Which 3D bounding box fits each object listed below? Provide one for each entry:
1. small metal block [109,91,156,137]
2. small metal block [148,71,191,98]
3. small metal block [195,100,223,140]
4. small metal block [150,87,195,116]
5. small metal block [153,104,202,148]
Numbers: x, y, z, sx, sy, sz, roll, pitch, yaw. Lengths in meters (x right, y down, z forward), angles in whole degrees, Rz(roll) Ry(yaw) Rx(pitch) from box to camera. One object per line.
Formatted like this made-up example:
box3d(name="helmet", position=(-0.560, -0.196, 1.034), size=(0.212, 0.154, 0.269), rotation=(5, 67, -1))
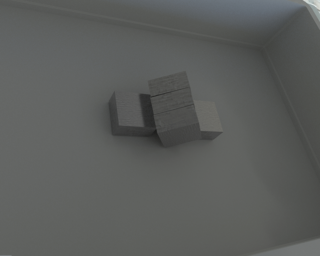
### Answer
box3d(name="small metal block", position=(-0.035, -0.018, 0.397), size=(0.050, 0.025, 0.050), rotation=(4, 60, -27))
box3d(name="small metal block", position=(0.016, -0.046, 0.412), size=(0.050, 0.050, 0.025), rotation=(-14, 63, 5))
box3d(name="small metal block", position=(0.057, -0.012, 0.444), size=(0.050, 0.025, 0.050), rotation=(3, 60, -27))
box3d(name="small metal block", position=(0.019, -0.023, 0.401), size=(0.050, 0.050, 0.025), rotation=(-15, 64, 5))
box3d(name="small metal block", position=(0.024, -0.001, 0.389), size=(0.050, 0.050, 0.025), rotation=(-15, 64, 5))
